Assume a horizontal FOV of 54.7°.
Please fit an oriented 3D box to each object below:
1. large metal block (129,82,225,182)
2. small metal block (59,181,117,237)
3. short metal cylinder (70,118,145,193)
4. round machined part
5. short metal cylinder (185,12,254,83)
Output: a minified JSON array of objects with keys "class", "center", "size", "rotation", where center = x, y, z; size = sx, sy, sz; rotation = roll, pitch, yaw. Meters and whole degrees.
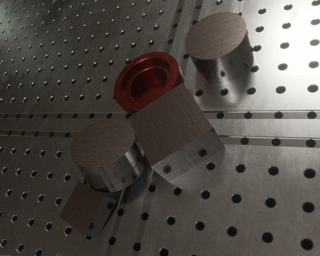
[{"class":"large metal block","center":[0.019,0.005,0.378],"size":[0.080,0.050,0.080],"rotation":[-33,52,6]},{"class":"small metal block","center":[-0.090,0.101,0.389],"size":[0.050,0.025,0.050],"rotation":[19,77,35]},{"class":"short metal cylinder","center":[-0.064,0.033,0.389],"size":[0.080,0.050,0.080],"rotation":[-8,43,8]},{"class":"round machined part","center":[-0.012,-0.056,0.437],"size":[0.098,0.042,0.098],"rotation":[-13,56,20]},{"class":"short metal cylinder","center":[0.080,-0.107,0.415],"size":[0.080,0.050,0.080],"rotation":[-13,56,20]}]
